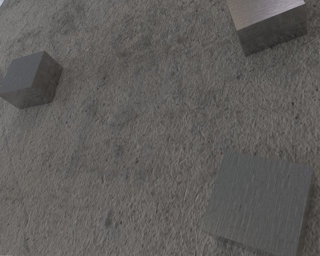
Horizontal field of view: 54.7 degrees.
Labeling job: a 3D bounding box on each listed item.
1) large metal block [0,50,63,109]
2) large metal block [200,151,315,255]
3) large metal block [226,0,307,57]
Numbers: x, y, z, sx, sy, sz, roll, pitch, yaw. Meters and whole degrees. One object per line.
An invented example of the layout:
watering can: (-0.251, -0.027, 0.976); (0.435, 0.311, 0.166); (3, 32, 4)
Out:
large metal block: (-0.234, -0.086, 0.564); (0.080, 0.050, 0.080); (-8, 58, 24)
large metal block: (0.095, 0.074, 0.293); (0.080, 0.050, 0.080); (9, 66, 32)
large metal block: (0.137, -0.153, 0.409); (0.080, 0.050, 0.080); (-18, 55, 17)
